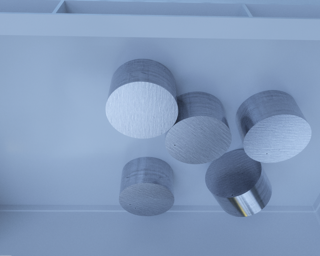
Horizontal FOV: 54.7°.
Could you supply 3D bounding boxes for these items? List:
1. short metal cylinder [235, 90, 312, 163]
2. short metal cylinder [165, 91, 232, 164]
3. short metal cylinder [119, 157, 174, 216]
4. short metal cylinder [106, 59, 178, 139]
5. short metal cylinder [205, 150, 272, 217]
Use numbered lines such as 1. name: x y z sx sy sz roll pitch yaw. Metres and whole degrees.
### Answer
1. short metal cylinder: 0.142 -0.001 0.394 0.081 0.050 0.079 0 130 0
2. short metal cylinder: 0.046 0.001 0.394 0.081 0.050 0.079 0 130 0
3. short metal cylinder: -0.019 0.089 0.469 0.081 0.050 0.079 0 130 0
4. short metal cylinder: -0.020 -0.034 0.364 0.081 0.050 0.079 0 130 0
5. short metal cylinder: 0.112 0.078 0.441 0.080 0.080 0.050 -23 127 17
